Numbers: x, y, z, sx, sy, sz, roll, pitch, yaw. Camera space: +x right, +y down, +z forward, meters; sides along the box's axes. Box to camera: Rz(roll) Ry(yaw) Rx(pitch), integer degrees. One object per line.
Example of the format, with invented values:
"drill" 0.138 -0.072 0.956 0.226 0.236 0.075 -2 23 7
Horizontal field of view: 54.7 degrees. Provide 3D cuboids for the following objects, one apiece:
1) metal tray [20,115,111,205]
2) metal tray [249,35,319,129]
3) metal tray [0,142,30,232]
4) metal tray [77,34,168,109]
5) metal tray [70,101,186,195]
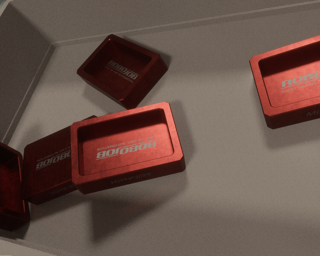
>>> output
"metal tray" -0.135 0.046 0.443 0.130 0.030 0.090 -23 53 14
"metal tray" 0.175 -0.058 0.345 0.130 0.030 0.090 -15 55 19
"metal tray" -0.235 0.074 0.439 0.030 0.090 0.130 -33 52 7
"metal tray" -0.063 -0.092 0.489 0.130 0.030 0.090 33 80 38
"metal tray" -0.042 0.023 0.385 0.131 0.030 0.090 -13 55 0
